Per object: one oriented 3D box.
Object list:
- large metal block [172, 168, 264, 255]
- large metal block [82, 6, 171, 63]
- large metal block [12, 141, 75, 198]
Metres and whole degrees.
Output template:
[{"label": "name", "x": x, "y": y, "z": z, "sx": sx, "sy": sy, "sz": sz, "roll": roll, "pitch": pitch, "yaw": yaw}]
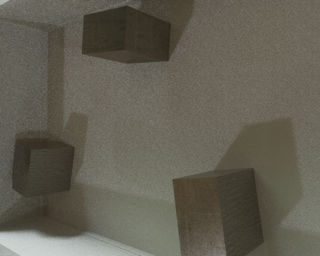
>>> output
[{"label": "large metal block", "x": 0.062, "y": 0.087, "z": 0.320, "sx": 0.050, "sy": 0.081, "sz": 0.080, "roll": -11, "pitch": 83, "yaw": 39}, {"label": "large metal block", "x": -0.044, "y": -0.117, "z": 0.407, "sx": 0.080, "sy": 0.081, "sz": 0.050, "roll": 7, "pitch": 95, "yaw": 40}, {"label": "large metal block", "x": -0.201, "y": 0.068, "z": 0.538, "sx": 0.050, "sy": 0.081, "sz": 0.079, "roll": 14, "pitch": 99, "yaw": 39}]
